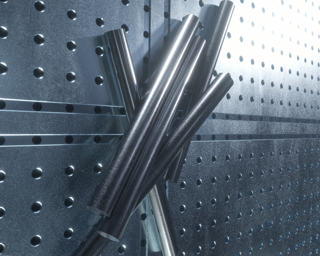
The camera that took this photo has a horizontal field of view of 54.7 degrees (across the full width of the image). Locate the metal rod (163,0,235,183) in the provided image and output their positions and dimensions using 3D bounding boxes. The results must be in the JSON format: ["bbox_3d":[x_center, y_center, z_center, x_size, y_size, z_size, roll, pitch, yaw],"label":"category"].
[{"bbox_3d":[0.060,-0.064,0.461,0.025,0.025,0.299,32,70,-36],"label":"metal rod"}]

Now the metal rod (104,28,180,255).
[{"bbox_3d":[-0.019,0.028,0.394,0.025,0.025,0.298,-23,105,-38],"label":"metal rod"}]

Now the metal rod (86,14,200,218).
[{"bbox_3d":[-0.007,-0.037,0.374,0.025,0.025,0.300,45,54,-31],"label":"metal rod"}]

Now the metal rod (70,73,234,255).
[{"bbox_3d":[-0.001,0.043,0.376,0.301,0.025,0.025,-50,120,-19],"label":"metal rod"}]

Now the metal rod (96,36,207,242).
[{"bbox_3d":[0.003,-0.010,0.383,0.025,0.025,0.300,46,54,-31],"label":"metal rod"}]
